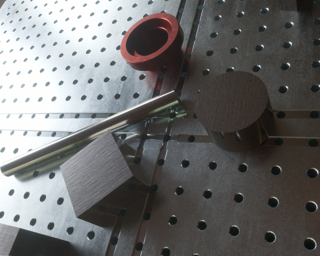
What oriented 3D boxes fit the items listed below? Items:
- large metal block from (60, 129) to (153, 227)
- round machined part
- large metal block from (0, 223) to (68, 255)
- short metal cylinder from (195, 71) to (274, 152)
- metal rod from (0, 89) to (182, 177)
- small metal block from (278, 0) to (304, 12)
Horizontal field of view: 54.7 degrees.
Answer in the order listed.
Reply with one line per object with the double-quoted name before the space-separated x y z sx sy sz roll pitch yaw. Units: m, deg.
"large metal block" -0.069 0.063 0.390 0.080 0.050 0.080 -37 51 3
"round machined part" -0.008 -0.127 0.480 0.098 0.042 0.098 -13 56 21
"large metal block" -0.166 0.162 0.361 0.050 0.080 0.080 0 62 28
"short metal cylinder" 0.087 -0.019 0.358 0.080 0.050 0.080 -13 56 21
"metal rod" -0.111 0.012 0.458 0.301 0.025 0.025 -22 54 15
"small metal block" 0.182 -0.195 0.417 0.025 0.050 0.050 24 75 36
